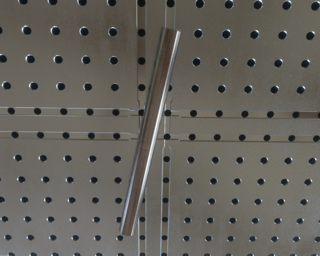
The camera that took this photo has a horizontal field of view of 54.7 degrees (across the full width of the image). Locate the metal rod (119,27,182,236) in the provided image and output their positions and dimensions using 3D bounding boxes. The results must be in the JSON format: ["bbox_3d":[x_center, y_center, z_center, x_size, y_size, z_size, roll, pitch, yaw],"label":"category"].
[{"bbox_3d":[-0.018,0.019,0.420,0.025,0.025,0.298,11,110,-5],"label":"metal rod"}]
